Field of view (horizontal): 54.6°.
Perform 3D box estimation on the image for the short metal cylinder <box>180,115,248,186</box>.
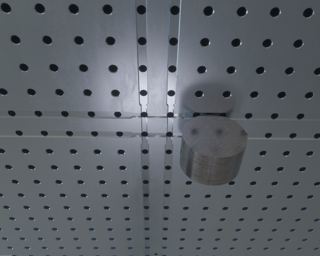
[{"bbox_3d":[0.067,0.027,0.399,0.080,0.080,0.050,1,130,-1],"label":"short metal cylinder"}]
